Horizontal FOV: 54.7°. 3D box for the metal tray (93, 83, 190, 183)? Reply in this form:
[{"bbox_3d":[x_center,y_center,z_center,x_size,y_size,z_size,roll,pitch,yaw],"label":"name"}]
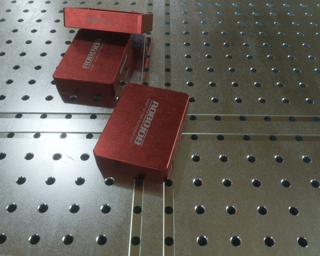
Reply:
[{"bbox_3d":[-0.019,0.001,0.404,0.090,0.030,0.130,12,51,9],"label":"metal tray"}]

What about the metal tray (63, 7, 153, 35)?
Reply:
[{"bbox_3d":[-0.085,-0.185,0.530,0.131,0.030,0.090,8,22,9],"label":"metal tray"}]

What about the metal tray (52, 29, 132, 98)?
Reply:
[{"bbox_3d":[-0.102,-0.107,0.493,0.091,0.030,0.130,7,50,5],"label":"metal tray"}]
